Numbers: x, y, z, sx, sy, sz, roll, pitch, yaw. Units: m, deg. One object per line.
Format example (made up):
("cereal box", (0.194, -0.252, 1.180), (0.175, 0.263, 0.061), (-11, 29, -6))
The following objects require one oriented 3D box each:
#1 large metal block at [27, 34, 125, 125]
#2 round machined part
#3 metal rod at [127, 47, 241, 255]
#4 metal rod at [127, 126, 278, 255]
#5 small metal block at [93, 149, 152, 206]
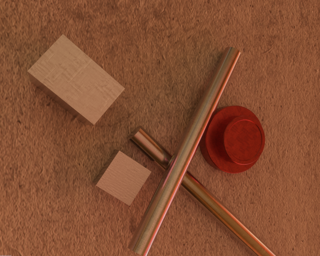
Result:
("large metal block", (-0.095, -0.048, 0.345), (0.080, 0.080, 0.050), (41, 77, -16))
("round machined part", (0.109, 0.016, 0.442), (0.099, 0.042, 0.097), (0, 90, -21))
("metal rod", (0.040, 0.017, 0.402), (0.025, 0.025, 0.300), (34, 71, -17))
("metal rod", (0.071, 0.107, 0.436), (0.300, 0.025, 0.025), (44, 76, -15))
("small metal block", (-0.048, 0.062, 0.392), (0.050, 0.025, 0.050), (36, 78, -17))
